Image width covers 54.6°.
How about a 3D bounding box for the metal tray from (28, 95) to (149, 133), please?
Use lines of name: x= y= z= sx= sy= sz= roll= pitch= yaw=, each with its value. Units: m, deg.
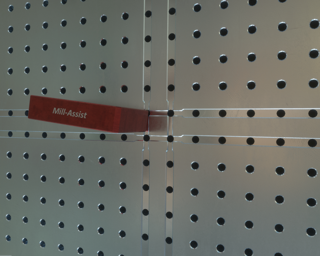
metal tray: x=-0.092 y=-0.018 z=0.411 sx=0.130 sy=0.090 sz=0.030 roll=9 pitch=93 yaw=20
